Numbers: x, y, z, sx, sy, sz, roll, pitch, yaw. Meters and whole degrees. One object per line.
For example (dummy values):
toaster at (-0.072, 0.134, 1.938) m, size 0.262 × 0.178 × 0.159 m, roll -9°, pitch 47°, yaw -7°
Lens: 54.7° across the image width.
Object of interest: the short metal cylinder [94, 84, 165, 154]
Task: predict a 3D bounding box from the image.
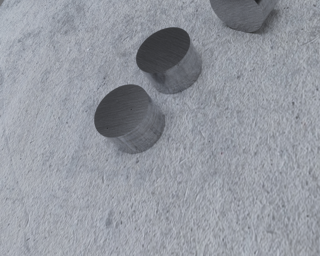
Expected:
short metal cylinder at (-0.040, -0.012, 0.416) m, size 0.080 × 0.050 × 0.080 m, roll -13°, pitch 56°, yaw 21°

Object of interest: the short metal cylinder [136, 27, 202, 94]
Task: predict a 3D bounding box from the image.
short metal cylinder at (0.014, -0.095, 0.439) m, size 0.080 × 0.050 × 0.080 m, roll -13°, pitch 56°, yaw 21°

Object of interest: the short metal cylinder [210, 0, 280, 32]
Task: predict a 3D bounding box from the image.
short metal cylinder at (0.115, -0.176, 0.416) m, size 0.080 × 0.080 × 0.050 m, roll 28°, pitch 78°, yaw 37°
